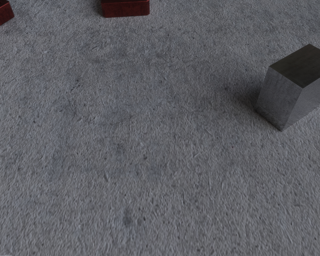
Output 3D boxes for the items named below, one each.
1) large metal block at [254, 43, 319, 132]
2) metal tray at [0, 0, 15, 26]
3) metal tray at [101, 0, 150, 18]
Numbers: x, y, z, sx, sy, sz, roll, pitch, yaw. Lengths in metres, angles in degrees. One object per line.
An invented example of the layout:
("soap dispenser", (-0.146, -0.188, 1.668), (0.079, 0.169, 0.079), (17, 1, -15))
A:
("large metal block", (0.181, -0.053, 0.414), (0.081, 0.080, 0.050), (-30, 56, -22))
("metal tray", (-0.356, -0.220, 0.581), (0.130, 0.030, 0.090), (23, 54, 18))
("metal tray", (-0.072, -0.274, 0.630), (0.091, 0.030, 0.130), (-5, 50, -5))
